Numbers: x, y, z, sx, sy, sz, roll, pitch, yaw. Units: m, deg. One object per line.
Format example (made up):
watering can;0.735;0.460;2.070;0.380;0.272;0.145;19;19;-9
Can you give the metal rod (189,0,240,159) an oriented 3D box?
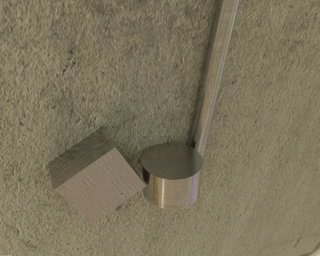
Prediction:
metal rod;0.065;-0.047;0.413;0.025;0.025;0.298;-6;121;-25

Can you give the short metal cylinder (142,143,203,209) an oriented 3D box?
short metal cylinder;0.016;0.063;0.419;0.081;0.080;0.050;-13;124;-22

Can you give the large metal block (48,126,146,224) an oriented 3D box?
large metal block;-0.077;0.059;0.385;0.080;0.050;0.080;-35;129;-5
